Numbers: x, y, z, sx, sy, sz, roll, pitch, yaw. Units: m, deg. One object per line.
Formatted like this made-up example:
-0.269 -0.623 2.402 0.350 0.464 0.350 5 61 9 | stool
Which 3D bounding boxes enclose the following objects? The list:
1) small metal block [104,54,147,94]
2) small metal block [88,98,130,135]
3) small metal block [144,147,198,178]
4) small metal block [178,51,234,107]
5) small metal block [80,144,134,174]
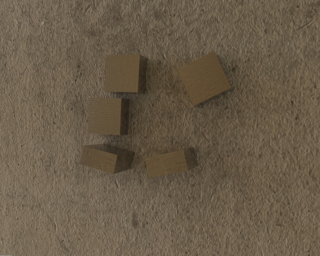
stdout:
-0.047 -0.073 0.426 0.050 0.025 0.050 3 91 20 | small metal block
-0.072 -0.016 0.434 0.050 0.025 0.050 3 91 20 | small metal block
0.015 0.043 0.390 0.050 0.050 0.025 -14 85 19 | small metal block
0.058 -0.060 0.389 0.050 0.025 0.050 -26 82 18 | small metal block
-0.070 0.040 0.421 0.050 0.050 0.025 13 95 19 | small metal block
